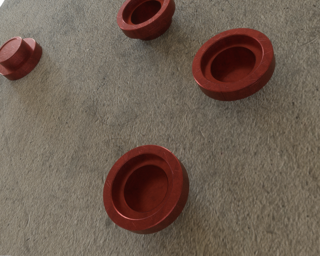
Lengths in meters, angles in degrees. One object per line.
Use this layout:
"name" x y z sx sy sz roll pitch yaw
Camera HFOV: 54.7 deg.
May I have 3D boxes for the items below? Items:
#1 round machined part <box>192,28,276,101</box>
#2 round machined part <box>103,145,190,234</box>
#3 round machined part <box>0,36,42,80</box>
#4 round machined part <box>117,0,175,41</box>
"round machined part" 0.094 -0.074 0.389 0.098 0.042 0.098 -13 56 21
"round machined part" -0.012 0.072 0.355 0.098 0.042 0.098 -13 56 21
"round machined part" -0.298 -0.150 0.642 0.098 0.042 0.098 -13 56 21
"round machined part" -0.019 -0.186 0.517 0.098 0.042 0.098 -13 56 21
